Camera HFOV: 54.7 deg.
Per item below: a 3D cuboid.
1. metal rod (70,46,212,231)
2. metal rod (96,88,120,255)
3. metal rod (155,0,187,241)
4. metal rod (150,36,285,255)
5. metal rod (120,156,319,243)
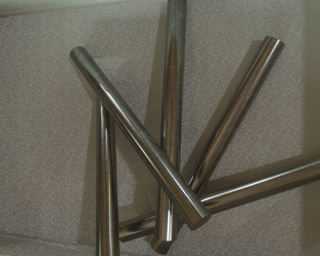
[{"bbox_3d":[-0.040,-0.009,0.377,0.025,0.025,0.300,-47,58,14],"label":"metal rod"},{"bbox_3d":[-0.062,0.078,0.362,0.025,0.025,0.299,-19,57,19],"label":"metal rod"},{"bbox_3d":[0.015,-0.022,0.375,0.025,0.025,0.299,-1,79,20],"label":"metal rod"},{"bbox_3d":[0.067,0.029,0.386,0.025,0.025,0.299,30,100,17],"label":"metal rod"},{"bbox_3d":[0.089,0.078,0.360,0.301,0.025,0.025,-21,83,11],"label":"metal rod"}]
